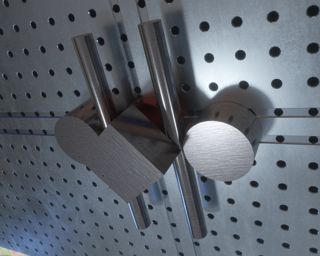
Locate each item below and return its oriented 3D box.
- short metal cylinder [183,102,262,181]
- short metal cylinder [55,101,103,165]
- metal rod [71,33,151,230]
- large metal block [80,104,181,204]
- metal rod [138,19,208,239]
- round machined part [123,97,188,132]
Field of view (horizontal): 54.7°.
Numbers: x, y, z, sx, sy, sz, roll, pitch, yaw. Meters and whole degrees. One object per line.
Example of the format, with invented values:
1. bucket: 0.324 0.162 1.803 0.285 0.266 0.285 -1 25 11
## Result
1. short metal cylinder: 0.074 0.016 0.365 0.080 0.050 0.079 13 124 21
2. short metal cylinder: -0.105 0.007 0.455 0.080 0.050 0.079 13 124 21
3. metal rod: -0.060 0.022 0.429 0.025 0.025 0.298 0 119 28
4. large metal block: -0.036 0.032 0.373 0.080 0.050 0.080 44 129 -2
5. metal rod: 0.023 0.021 0.385 0.025 0.025 0.298 0 119 28
6. round machined part: -0.014 0.011 0.415 0.098 0.042 0.097 13 124 21
